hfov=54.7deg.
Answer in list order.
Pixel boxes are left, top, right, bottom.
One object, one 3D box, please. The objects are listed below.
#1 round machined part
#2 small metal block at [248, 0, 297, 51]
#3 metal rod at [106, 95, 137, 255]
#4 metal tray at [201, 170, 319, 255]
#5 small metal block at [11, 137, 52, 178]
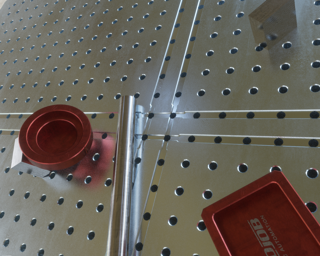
[{"bbox_3d":[-0.146,0.017,0.448,0.099,0.042,0.098,1,58,-2],"label":"round machined part"},{"bbox_3d":[0.147,-0.138,0.400,0.050,0.050,0.025,-40,51,1],"label":"small metal block"},{"bbox_3d":[-0.048,0.087,0.379,0.025,0.025,0.299,-13,56,21],"label":"metal rod"},{"bbox_3d":[0.105,0.114,0.279,0.090,0.030,0.130,-31,52,8],"label":"metal tray"},{"bbox_3d":[-0.189,0.041,0.464,0.025,0.050,0.050,-30,51,26],"label":"small metal block"}]
